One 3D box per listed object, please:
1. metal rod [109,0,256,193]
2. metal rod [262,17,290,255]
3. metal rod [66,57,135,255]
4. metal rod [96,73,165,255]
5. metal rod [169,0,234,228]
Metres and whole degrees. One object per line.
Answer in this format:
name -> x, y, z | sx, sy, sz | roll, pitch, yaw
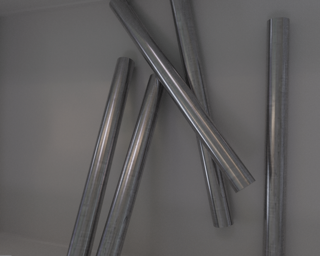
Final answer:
metal rod -> 0.017, -0.056, 0.383 | 0.025, 0.025, 0.299 | -38, 70, 16
metal rod -> 0.135, 0.024, 0.362 | 0.025, 0.025, 0.298 | 1, 90, 20
metal rod -> -0.071, 0.045, 0.372 | 0.025, 0.025, 0.299 | 2, 66, 20
metal rod -> -0.037, 0.068, 0.355 | 0.025, 0.025, 0.299 | 6, 66, 20
metal rod -> 0.051, -0.027, 0.392 | 0.025, 0.025, 0.298 | -12, 86, 19
